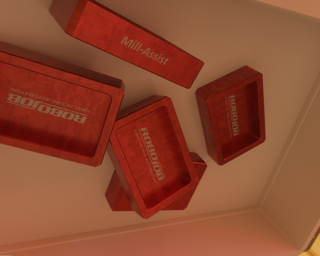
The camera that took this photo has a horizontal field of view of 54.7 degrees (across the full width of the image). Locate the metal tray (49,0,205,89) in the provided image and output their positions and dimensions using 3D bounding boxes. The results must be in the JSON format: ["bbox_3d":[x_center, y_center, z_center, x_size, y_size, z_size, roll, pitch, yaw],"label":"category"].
[{"bbox_3d":[-0.031,-0.087,0.297,0.131,0.090,0.030,18,109,-36],"label":"metal tray"}]

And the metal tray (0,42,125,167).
[{"bbox_3d":[-0.109,-0.021,0.303,0.131,0.030,0.089,16,111,-12],"label":"metal tray"}]

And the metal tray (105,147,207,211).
[{"bbox_3d":[-0.004,0.077,0.453,0.131,0.030,0.089,9,114,-33],"label":"metal tray"}]

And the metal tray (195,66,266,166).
[{"bbox_3d":[0.108,-0.015,0.457,0.091,0.030,0.129,-27,128,-12],"label":"metal tray"}]

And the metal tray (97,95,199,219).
[{"bbox_3d":[-0.011,0.035,0.386,0.091,0.030,0.129,-28,110,-24],"label":"metal tray"}]
